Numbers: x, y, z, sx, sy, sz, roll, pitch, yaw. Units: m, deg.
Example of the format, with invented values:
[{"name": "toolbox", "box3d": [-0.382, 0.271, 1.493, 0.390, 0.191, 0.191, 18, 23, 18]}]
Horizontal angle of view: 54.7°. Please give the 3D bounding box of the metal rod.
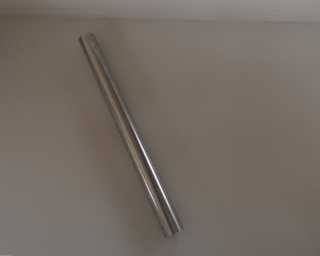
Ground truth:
[{"name": "metal rod", "box3d": [-0.045, -0.004, 0.410, 0.025, 0.025, 0.299, -23, 72, -9]}]
